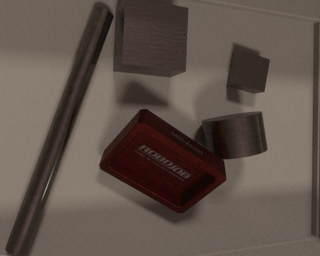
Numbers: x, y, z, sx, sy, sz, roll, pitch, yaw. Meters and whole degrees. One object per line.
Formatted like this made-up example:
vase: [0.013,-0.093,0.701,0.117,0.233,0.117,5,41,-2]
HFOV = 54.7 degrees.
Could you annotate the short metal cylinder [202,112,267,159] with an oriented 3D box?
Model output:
short metal cylinder: [0.101,0.009,0.420,0.081,0.080,0.050,-11,94,-20]

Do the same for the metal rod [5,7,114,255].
metal rod: [-0.116,-0.002,0.368,0.025,0.025,0.299,21,83,-19]

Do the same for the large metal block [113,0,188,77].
large metal block: [-0.013,-0.111,0.393,0.081,0.050,0.079,3,89,-20]

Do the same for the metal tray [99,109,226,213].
metal tray: [0.004,0.046,0.382,0.130,0.030,0.090,34,121,-18]

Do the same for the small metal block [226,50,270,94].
small metal block: [0.131,-0.082,0.461,0.050,0.025,0.050,12,86,-20]
